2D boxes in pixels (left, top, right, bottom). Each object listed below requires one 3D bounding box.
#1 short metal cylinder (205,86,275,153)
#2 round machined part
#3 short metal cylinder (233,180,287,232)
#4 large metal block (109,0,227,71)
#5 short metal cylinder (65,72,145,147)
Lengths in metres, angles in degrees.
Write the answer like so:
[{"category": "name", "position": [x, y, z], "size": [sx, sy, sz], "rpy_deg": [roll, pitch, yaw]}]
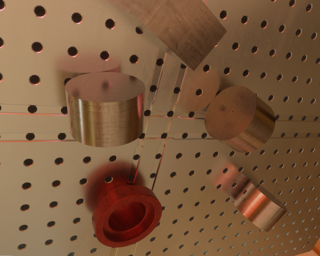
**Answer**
[{"category": "short metal cylinder", "position": [0.110, -0.012, 0.428], "size": [0.050, 0.080, 0.080], "rpy_deg": [28, 103, -38]}, {"category": "round machined part", "position": [-0.050, 0.121, 0.448], "size": [0.099, 0.042, 0.097], "rpy_deg": [-14, 124, -21]}, {"category": "short metal cylinder", "position": [0.180, 0.140, 0.561], "size": [0.080, 0.080, 0.050], "rpy_deg": [29, 102, -38]}, {"category": "large metal block", "position": [0.007, -0.112, 0.310], "size": [0.080, 0.080, 0.050], "rpy_deg": [34, 99, -39]}, {"category": "short metal cylinder", "position": [-0.057, -0.022, 0.331], "size": [0.081, 0.080, 0.050], "rpy_deg": [-10, 123, -23]}]
